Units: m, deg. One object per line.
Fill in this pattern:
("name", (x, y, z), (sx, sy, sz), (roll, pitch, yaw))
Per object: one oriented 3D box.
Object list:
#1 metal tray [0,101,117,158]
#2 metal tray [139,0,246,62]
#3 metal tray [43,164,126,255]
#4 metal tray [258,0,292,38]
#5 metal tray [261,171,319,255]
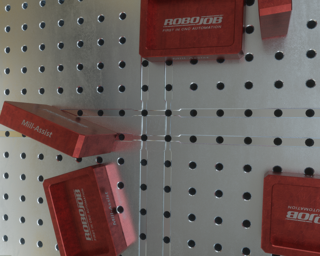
("metal tray", (-0.137, 0.000, 0.424), (0.130, 0.090, 0.030), (21, 97, 18))
("metal tray", (0.040, -0.134, 0.395), (0.130, 0.030, 0.089), (2, 91, 19))
("metal tray", (-0.110, 0.126, 0.447), (0.090, 0.030, 0.129), (-18, 84, 18))
("metal tray", (0.120, -0.174, 0.335), (0.030, 0.090, 0.129), (-4, 89, 20))
("metal tray", (0.183, 0.100, 0.345), (0.130, 0.030, 0.089), (3, 91, 19))
